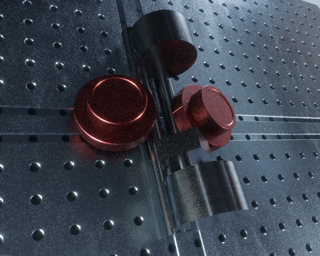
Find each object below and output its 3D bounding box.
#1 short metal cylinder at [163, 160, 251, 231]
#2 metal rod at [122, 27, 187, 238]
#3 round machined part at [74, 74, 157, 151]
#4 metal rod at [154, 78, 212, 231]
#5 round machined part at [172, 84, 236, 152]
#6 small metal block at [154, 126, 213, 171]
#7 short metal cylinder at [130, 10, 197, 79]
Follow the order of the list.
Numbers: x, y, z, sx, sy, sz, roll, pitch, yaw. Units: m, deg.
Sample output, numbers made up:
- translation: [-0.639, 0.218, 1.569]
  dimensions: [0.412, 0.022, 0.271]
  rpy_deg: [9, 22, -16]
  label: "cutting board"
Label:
- translation: [0.048, 0.073, 0.326]
  dimensions: [0.081, 0.080, 0.050]
  rpy_deg: [1, 62, -28]
  label: "short metal cylinder"
- translation: [-0.014, -0.013, 0.407]
  dimensions: [0.025, 0.025, 0.299]
  rpy_deg: [1, 61, -28]
  label: "metal rod"
- translation: [-0.052, -0.025, 0.369]
  dimensions: [0.099, 0.042, 0.098]
  rpy_deg: [5, 61, -10]
  label: "round machined part"
- translation: [0.017, -0.015, 0.425]
  dimensions: [0.025, 0.025, 0.299]
  rpy_deg: [1, 61, -28]
  label: "metal rod"
- translation: [0.066, -0.020, 0.428]
  dimensions: [0.099, 0.042, 0.098]
  rpy_deg: [26, 47, -31]
  label: "round machined part"
- translation: [0.028, 0.026, 0.361]
  dimensions: [0.050, 0.050, 0.025]
  rpy_deg: [41, 32, -60]
  label: "small metal block"
- translation: [0.004, -0.109, 0.413]
  dimensions: [0.081, 0.080, 0.050]
  rpy_deg: [1, 62, -28]
  label: "short metal cylinder"
